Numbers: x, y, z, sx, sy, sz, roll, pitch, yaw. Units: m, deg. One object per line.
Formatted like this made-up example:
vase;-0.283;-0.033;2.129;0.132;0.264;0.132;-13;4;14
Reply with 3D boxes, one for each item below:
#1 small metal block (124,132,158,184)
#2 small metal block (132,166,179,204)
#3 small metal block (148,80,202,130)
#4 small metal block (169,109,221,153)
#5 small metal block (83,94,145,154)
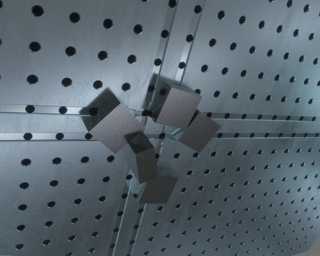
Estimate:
small metal block;-0.027;0.036;0.404;0.025;0.050;0.050;-18;126;-19
small metal block;-0.007;0.085;0.462;0.050;0.025;0.050;9;114;-33
small metal block;0.019;-0.029;0.405;0.050;0.025;0.050;12;112;-34
small metal block;0.051;0.001;0.442;0.050;0.025;0.050;30;102;-38
small metal block;-0.055;-0.004;0.380;0.050;0.025;0.050;-42;130;0
